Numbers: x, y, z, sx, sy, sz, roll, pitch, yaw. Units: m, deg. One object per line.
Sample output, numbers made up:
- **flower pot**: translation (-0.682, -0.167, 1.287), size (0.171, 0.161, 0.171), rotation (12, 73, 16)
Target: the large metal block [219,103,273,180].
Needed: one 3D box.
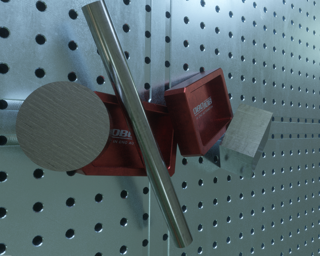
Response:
- **large metal block**: translation (0.133, 0.022, 0.481), size (0.080, 0.050, 0.080), rotation (-59, 154, -23)

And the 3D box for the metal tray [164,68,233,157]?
- **metal tray**: translation (0.061, -0.026, 0.432), size (0.131, 0.030, 0.089), rotation (-35, 113, -52)

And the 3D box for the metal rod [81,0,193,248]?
- **metal rod**: translation (-0.019, 0.010, 0.354), size (0.025, 0.025, 0.298), rotation (-32, 110, -36)

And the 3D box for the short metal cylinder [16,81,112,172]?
- **short metal cylinder**: translation (-0.087, 0.000, 0.296), size (0.081, 0.050, 0.080), rotation (0, 86, -5)

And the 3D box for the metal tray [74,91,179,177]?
- **metal tray**: translation (-0.036, 0.012, 0.375), size (0.131, 0.030, 0.089), rotation (9, 85, -40)
